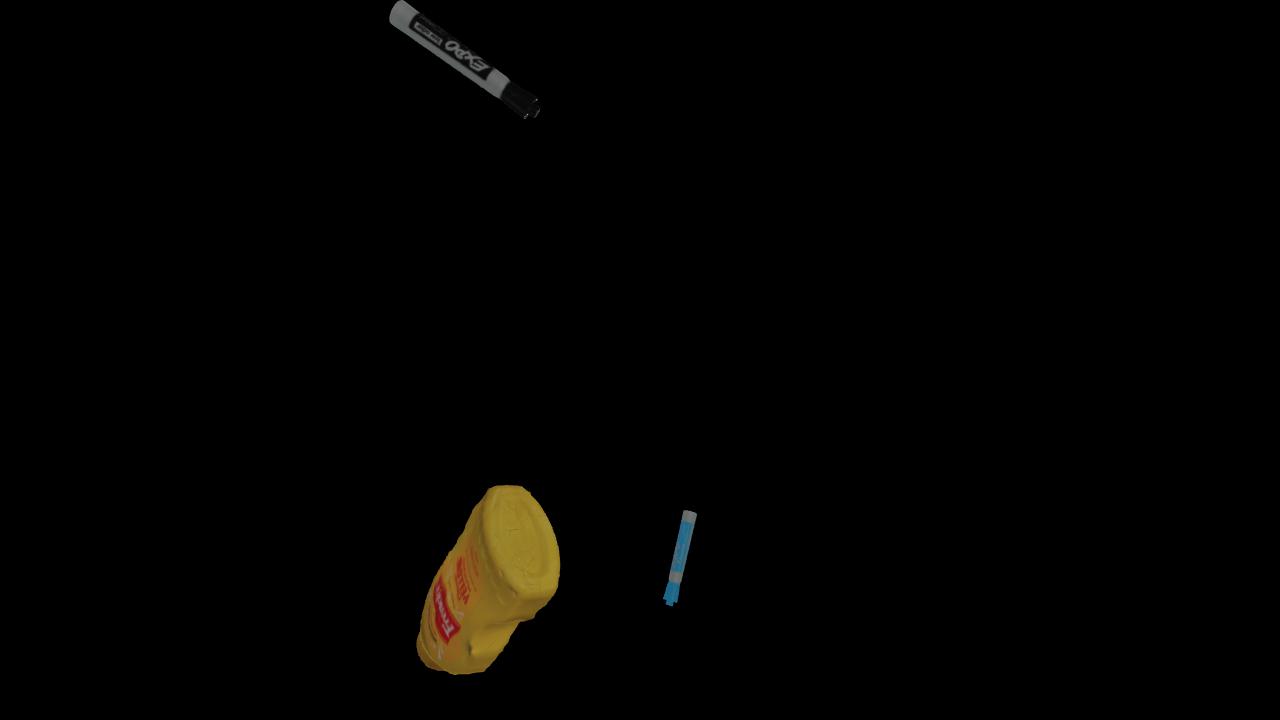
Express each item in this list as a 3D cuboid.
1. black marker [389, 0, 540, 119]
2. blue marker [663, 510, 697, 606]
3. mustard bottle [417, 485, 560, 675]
[{"bbox_3d":[-0.127,-0.220,0.457,0.121,0.020,0.020,34,-6,-10],"label":"black marker"},{"bbox_3d":[0.052,0.259,0.805,0.020,0.121,0.020,14,-19,5],"label":"blue marker"},{"bbox_3d":[-0.125,0.184,0.466,0.054,0.092,0.184,4,-47,-43],"label":"mustard bottle"}]
